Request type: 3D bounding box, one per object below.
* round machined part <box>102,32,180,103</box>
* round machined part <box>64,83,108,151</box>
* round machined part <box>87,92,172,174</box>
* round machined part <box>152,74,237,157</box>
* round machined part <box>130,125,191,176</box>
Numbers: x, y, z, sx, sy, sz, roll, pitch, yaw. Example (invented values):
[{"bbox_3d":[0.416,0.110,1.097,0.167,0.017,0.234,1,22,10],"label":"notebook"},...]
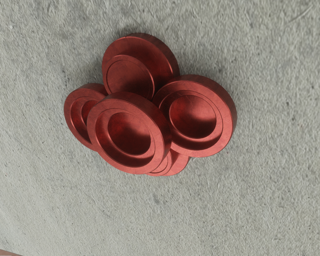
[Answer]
[{"bbox_3d":[-0.029,-0.061,0.373,0.098,0.042,0.097,13,124,20],"label":"round machined part"},{"bbox_3d":[-0.079,-0.017,0.427,0.098,0.042,0.097,13,124,20],"label":"round machined part"},{"bbox_3d":[-0.031,0.002,0.359,0.098,0.042,0.097,13,124,20],"label":"round machined part"},{"bbox_3d":[0.042,-0.017,0.364,0.098,0.042,0.097,13,124,20],"label":"round machined part"},{"bbox_3d":[-0.007,0.026,0.415,0.098,0.042,0.097,13,124,20],"label":"round machined part"}]
